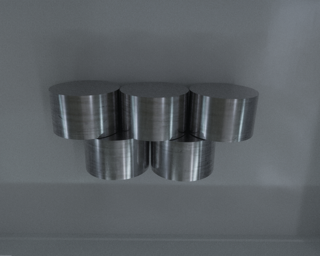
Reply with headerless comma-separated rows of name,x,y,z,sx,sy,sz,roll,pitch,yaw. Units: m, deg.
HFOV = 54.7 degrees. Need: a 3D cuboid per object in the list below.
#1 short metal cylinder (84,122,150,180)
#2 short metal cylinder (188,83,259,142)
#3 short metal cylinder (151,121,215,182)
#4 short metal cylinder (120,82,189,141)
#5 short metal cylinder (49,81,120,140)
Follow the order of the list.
short metal cylinder,-0.053,0.023,0.388,0.081,0.080,0.050,1,110,-1
short metal cylinder,0.074,-0.021,0.373,0.081,0.080,0.050,2,110,-1
short metal cylinder,0.029,0.025,0.390,0.081,0.080,0.050,1,110,-1
short metal cylinder,-0.007,-0.022,0.372,0.081,0.080,0.050,1,110,-1
short metal cylinder,-0.088,-0.024,0.370,0.081,0.080,0.050,1,110,-1
